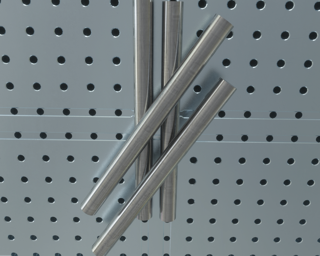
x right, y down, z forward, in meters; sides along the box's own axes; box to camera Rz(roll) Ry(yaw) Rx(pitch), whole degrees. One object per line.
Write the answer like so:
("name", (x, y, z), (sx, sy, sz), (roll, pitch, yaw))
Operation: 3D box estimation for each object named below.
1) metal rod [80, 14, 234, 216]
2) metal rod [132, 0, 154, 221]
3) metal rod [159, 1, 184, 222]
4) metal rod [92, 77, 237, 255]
("metal rod", (-0.013, -0.004, 0.386), (0.025, 0.025, 0.299), (33, 107, -11))
("metal rod", (-0.022, -0.010, 0.410), (0.025, 0.025, 0.298), (1, 110, 0))
("metal rod", (0.013, -0.007, 0.411), (0.025, 0.025, 0.298), (1, 110, 0))
("metal rod", (-0.003, 0.062, 0.409), (0.025, 0.025, 0.299), (33, 106, -11))
